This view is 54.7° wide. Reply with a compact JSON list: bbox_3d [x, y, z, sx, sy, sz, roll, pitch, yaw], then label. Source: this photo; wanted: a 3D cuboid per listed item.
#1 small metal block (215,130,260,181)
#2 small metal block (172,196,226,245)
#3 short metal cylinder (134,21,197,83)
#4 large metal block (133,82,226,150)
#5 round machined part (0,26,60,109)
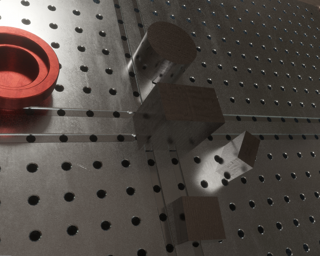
[{"bbox_3d":[0.108,0.039,0.429,0.025,0.050,0.050,35,51,-6],"label":"small metal block"},{"bbox_3d":[0.046,0.109,0.368,0.050,0.025,0.050,7,59,-25],"label":"small metal block"},{"bbox_3d":[0.008,-0.112,0.467,0.081,0.050,0.080,14,56,-21],"label":"short metal cylinder"},{"bbox_3d":[0.021,-0.011,0.392,0.081,0.080,0.050,2,61,-28],"label":"large metal block"},{"bbox_3d":[-0.167,-0.062,0.346,0.099,0.042,0.098,14,56,-21],"label":"round machined part"}]
